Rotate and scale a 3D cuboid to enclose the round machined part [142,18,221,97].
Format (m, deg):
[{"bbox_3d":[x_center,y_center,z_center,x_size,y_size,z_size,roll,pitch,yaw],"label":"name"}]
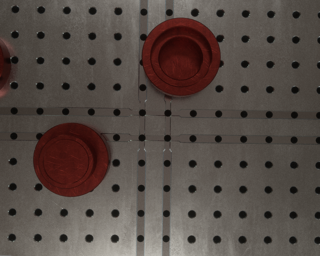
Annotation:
[{"bbox_3d":[0.026,-0.089,0.405,0.099,0.042,0.097,0,90,-1],"label":"round machined part"}]

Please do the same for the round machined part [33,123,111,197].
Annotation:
[{"bbox_3d":[-0.117,0.042,0.403,0.099,0.042,0.097,0,90,-1],"label":"round machined part"}]

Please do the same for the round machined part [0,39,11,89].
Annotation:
[{"bbox_3d":[-0.253,-0.087,0.401,0.099,0.042,0.097,0,90,-1],"label":"round machined part"}]
